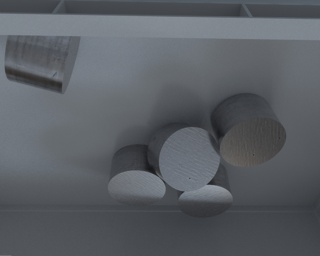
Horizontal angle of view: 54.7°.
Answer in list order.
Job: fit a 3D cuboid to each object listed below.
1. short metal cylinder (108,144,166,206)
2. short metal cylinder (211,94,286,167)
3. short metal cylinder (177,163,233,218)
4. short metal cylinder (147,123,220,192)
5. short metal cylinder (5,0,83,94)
[{"bbox_3d":[-0.032,0.070,0.452,0.081,0.050,0.079,0,130,0],"label":"short metal cylinder"},{"bbox_3d":[0.110,0.004,0.394,0.081,0.050,0.079,-3,129,-4],"label":"short metal cylinder"},{"bbox_3d":[0.066,0.093,0.473,0.081,0.050,0.079,0,130,0],"label":"short metal cylinder"},{"bbox_3d":[0.029,0.035,0.398,0.081,0.050,0.079,-2,97,-18],"label":"short metal cylinder"},{"bbox_3d":[-0.111,-0.078,0.305,0.050,0.080,0.079,14,129,-12],"label":"short metal cylinder"}]
